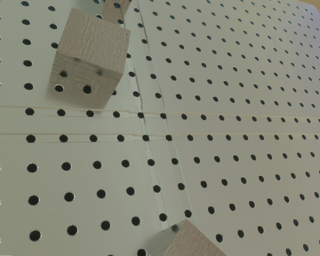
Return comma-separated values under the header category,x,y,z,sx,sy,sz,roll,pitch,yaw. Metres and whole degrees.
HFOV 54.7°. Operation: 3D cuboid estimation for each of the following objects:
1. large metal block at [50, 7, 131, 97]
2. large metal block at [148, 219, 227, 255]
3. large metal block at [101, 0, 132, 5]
category,x,y,z,sx,sy,sz,roll,pitch,yaw
large metal block,-0.089,-0.098,0.405,0.081,0.050,0.080,17,55,-19
large metal block,0.025,0.155,0.313,0.080,0.050,0.080,43,51,1
large metal block,-0.072,-0.256,0.492,0.050,0.080,0.080,-18,72,-35
